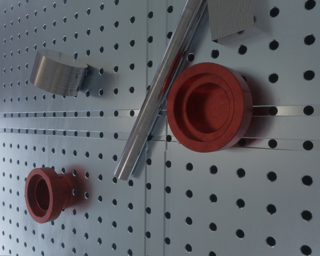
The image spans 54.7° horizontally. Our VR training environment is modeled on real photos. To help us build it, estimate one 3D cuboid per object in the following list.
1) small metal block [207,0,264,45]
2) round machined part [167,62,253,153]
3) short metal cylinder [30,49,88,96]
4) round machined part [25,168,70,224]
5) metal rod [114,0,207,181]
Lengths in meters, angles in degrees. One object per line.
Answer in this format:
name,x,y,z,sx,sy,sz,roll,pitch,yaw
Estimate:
small metal block,0.083,-0.125,0.341,0.050,0.025,0.050,-9,84,39
round machined part,0.059,-0.022,0.350,0.098,0.042,0.097,0,90,40
short metal cylinder,-0.166,-0.092,0.511,0.080,0.081,0.050,35,112,34
round machined part,-0.203,0.120,0.566,0.098,0.042,0.097,0,90,40
metal rod,0.002,-0.059,0.407,0.025,0.025,0.298,37,113,33
